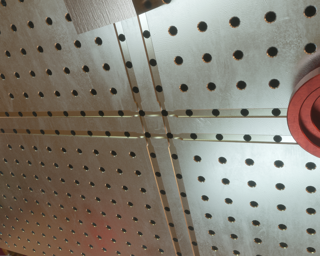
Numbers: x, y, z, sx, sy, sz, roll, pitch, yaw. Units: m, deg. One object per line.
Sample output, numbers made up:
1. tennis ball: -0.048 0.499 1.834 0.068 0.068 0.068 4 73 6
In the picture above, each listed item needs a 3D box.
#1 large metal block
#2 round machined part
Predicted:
1. large metal block: -0.059 -0.154 0.330 0.080 0.050 0.080 -6 116 30
2. round machined part: 0.176 -0.018 0.296 0.098 0.042 0.097 13 124 20
